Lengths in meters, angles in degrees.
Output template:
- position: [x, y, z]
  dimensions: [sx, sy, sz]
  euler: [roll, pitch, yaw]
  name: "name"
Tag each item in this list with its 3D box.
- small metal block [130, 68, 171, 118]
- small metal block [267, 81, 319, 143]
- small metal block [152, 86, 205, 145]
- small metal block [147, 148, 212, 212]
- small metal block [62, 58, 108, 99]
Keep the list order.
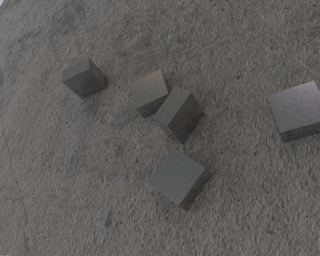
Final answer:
- position: [-0.011, -0.049, 0.440]
  dimensions: [0.050, 0.025, 0.050]
  euler: [-24, 53, 13]
  name: "small metal block"
- position: [0.150, -0.017, 0.336]
  dimensions: [0.050, 0.025, 0.050]
  euler: [-18, 55, 18]
  name: "small metal block"
- position: [0.024, -0.015, 0.384]
  dimensions: [0.025, 0.050, 0.050]
  euler: [27, 77, 37]
  name: "small metal block"
- position: [0.023, 0.058, 0.356]
  dimensions: [0.050, 0.025, 0.050]
  euler: [30, 78, 37]
  name: "small metal block"
- position: [-0.121, -0.079, 0.499]
  dimensions: [0.050, 0.050, 0.025]
  euler: [-22, 54, 15]
  name: "small metal block"
